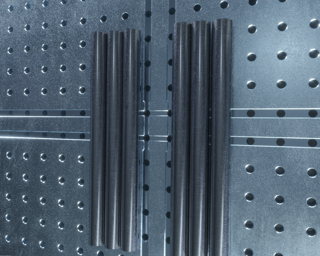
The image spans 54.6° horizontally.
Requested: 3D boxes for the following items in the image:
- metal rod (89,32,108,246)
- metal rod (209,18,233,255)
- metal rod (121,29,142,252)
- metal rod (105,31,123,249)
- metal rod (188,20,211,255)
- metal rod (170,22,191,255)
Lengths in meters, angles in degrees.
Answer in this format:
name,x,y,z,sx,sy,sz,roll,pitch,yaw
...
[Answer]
name,x,y,z,sx,sy,sz,roll,pitch,yaw
metal rod,-0.088,0.015,0.444,0.025,0.025,0.298,1,90,20
metal rod,0.076,0.017,0.385,0.025,0.025,0.298,1,90,20
metal rod,-0.040,0.016,0.426,0.025,0.025,0.298,1,90,20
metal rod,-0.063,0.016,0.435,0.025,0.025,0.298,1,90,20
metal rod,0.050,0.017,0.394,0.025,0.025,0.298,1,90,20
metal rod,0.027,0.016,0.403,0.025,0.025,0.298,1,90,20
